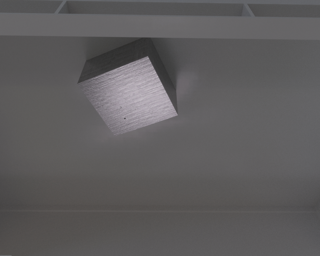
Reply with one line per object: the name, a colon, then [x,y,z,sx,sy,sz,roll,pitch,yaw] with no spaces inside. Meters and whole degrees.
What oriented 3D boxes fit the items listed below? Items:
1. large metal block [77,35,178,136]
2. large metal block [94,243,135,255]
large metal block: [-0.033,-0.046,0.353,0.080,0.050,0.080,-18,128,15]
large metal block: [-0.099,0.284,0.636,0.081,0.050,0.079,9,130,-8]
